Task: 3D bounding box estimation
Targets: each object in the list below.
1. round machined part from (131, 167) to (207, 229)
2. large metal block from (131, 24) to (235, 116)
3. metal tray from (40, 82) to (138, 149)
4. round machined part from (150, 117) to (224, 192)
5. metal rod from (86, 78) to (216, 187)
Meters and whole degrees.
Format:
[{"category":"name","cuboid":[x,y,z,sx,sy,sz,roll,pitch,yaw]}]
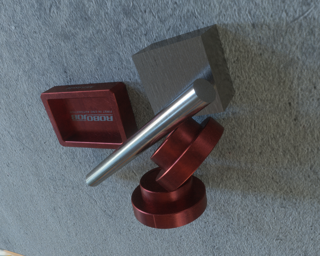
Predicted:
[{"category":"round machined part","cuboid":[0.010,0.083,0.406,0.098,0.099,0.042,2,114,27]},{"category":"large metal block","cuboid":[0.028,-0.058,0.340,0.080,0.050,0.080,-8,115,31]},{"category":"metal tray","cuboid":[-0.101,-0.016,0.446,0.130,0.030,0.089,1,119,27]},{"category":"round machined part","cuboid":[0.026,0.023,0.361,0.042,0.098,0.097,40,129,1]},{"category":"metal rod","cuboid":[-0.035,0.025,0.391,0.025,0.025,0.299,46,141,-5]}]
